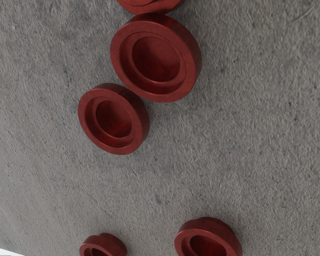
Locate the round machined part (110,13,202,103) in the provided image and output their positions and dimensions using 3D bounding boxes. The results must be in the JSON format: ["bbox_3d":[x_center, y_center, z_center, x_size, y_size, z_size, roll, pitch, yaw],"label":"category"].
[{"bbox_3d":[-0.001,-0.079,0.339,0.098,0.042,0.097,15,137,15],"label":"round machined part"}]

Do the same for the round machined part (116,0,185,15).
[{"bbox_3d":[-0.016,-0.159,0.306,0.098,0.042,0.097,13,124,21],"label":"round machined part"}]

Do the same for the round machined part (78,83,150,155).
[{"bbox_3d":[-0.057,-0.016,0.416,0.098,0.042,0.097,13,124,21],"label":"round machined part"}]

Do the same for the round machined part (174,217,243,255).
[{"bbox_3d":[0.075,0.173,0.463,0.098,0.042,0.097,13,124,21],"label":"round machined part"}]

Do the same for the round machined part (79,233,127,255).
[{"bbox_3d":[-0.103,0.244,0.601,0.098,0.042,0.097,13,124,21],"label":"round machined part"}]
